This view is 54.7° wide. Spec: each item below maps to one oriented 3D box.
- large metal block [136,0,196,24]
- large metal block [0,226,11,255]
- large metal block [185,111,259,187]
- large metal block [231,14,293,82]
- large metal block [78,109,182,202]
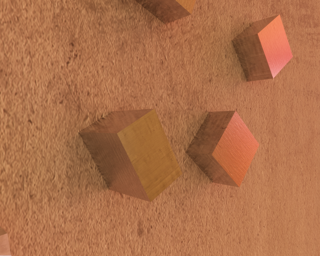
[{"bbox_3d":[0.006,-0.194,0.393,0.080,0.050,0.080,27,73,-37],"label":"large metal block"},{"bbox_3d":[-0.151,0.119,0.243,0.050,0.080,0.079,-11,97,-40],"label":"large metal block"},{"bbox_3d":[0.097,0.031,0.469,0.080,0.050,0.080,48,62,-29],"label":"large metal block"},{"bbox_3d":[0.179,-0.138,0.538,0.080,0.050,0.080,-43,116,-32],"label":"large metal block"},{"bbox_3d":[-0.033,0.027,0.341,0.050,0.080,0.080,-36,113,-34],"label":"large metal block"}]
